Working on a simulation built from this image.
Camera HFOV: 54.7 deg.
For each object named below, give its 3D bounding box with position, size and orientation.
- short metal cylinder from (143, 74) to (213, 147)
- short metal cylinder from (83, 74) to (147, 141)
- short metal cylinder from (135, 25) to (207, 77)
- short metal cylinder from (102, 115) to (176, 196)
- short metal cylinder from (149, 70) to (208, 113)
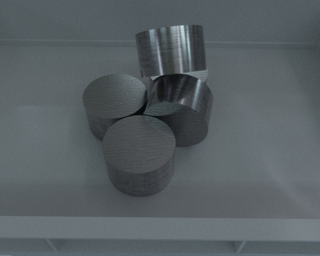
[{"bbox_3d":[0.023,-0.021,0.386,0.080,0.080,0.050,10,51,8],"label":"short metal cylinder"},{"bbox_3d":[-0.056,-0.026,0.407,0.081,0.050,0.080,0,50,0],"label":"short metal cylinder"},{"bbox_3d":[0.014,-0.091,0.372,0.080,0.050,0.080,-7,10,1],"label":"short metal cylinder"},{"bbox_3d":[-0.023,0.031,0.359,0.081,0.050,0.080,0,50,0],"label":"short metal cylinder"},{"bbox_3d":[0.025,-0.062,0.439,0.081,0.050,0.080,0,50,0],"label":"short metal cylinder"}]
